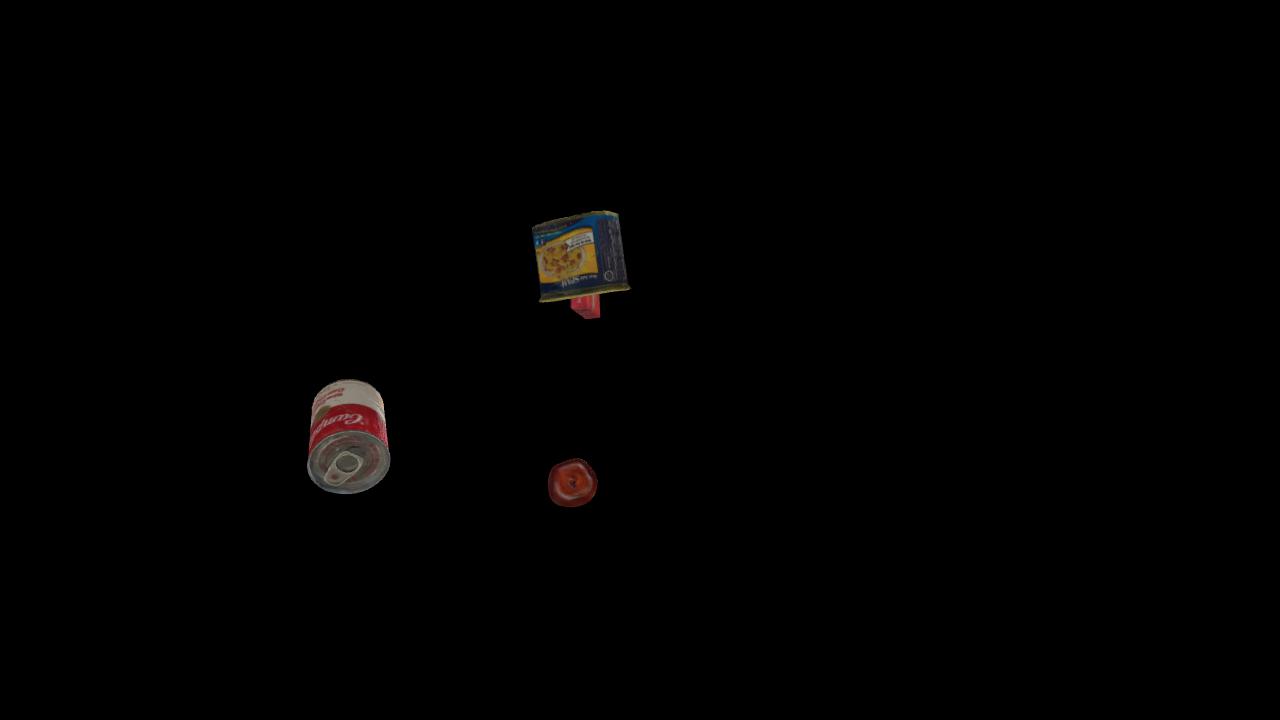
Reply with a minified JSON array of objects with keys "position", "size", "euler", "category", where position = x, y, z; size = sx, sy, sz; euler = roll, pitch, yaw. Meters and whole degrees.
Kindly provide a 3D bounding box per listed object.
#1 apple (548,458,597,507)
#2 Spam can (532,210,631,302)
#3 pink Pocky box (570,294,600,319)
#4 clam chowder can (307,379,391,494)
[{"position":[-0.107,0.194,0.963],"size":[0.079,0.079,0.093],"euler":[0,-12,-9],"category":"apple"},{"position":[-0.067,-0.112,0.676],"size":[0.101,0.085,0.058],"euler":[-5,5,28],"category":"Spam can"},{"position":[-0.087,-0.115,0.985],"size":[0.029,0.084,0.155],"euler":[-3,-2,3],"category":"pink Pocky box"},{"position":[-0.277,0.070,0.586],"size":[0.068,0.068,0.102],"euler":[0,26,-26],"category":"clam chowder can"}]
